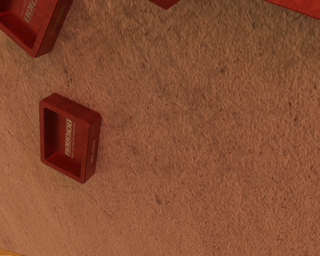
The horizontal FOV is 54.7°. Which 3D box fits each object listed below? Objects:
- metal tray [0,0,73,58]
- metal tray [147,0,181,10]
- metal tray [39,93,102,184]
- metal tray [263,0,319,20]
[{"bbox_3d":[-0.161,-0.164,0.386,0.090,0.030,0.129,42,129,-1],"label":"metal tray"},{"bbox_3d":[0.033,-0.171,0.251,0.130,0.030,0.090,-22,73,36],"label":"metal tray"},{"bbox_3d":[-0.144,0.019,0.491,0.090,0.030,0.129,24,127,13],"label":"metal tray"},{"bbox_3d":[0.150,-0.132,0.243,0.130,0.030,0.089,25,128,12],"label":"metal tray"}]
